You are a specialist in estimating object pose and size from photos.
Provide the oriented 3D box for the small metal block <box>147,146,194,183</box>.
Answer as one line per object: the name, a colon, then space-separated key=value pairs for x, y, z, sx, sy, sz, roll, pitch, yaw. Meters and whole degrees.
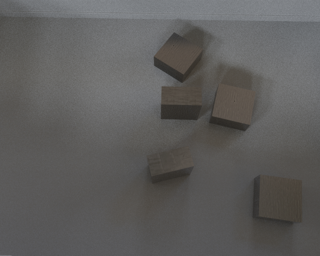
small metal block: x=0.012 y=0.046 z=0.380 sx=0.050 sy=0.050 sz=0.025 roll=-13 pitch=71 yaw=-5

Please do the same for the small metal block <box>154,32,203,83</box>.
small metal block: x=0.026 y=-0.102 z=0.447 sx=0.050 sy=0.025 sz=0.050 roll=34 pitch=73 yaw=11

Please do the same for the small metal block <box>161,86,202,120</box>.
small metal block: x=0.027 y=-0.032 z=0.408 sx=0.050 sy=0.050 sz=0.025 roll=1 pitch=70 yaw=0

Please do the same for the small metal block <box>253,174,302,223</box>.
small metal block: x=0.144 y=0.087 z=0.380 sx=0.050 sy=0.025 sz=0.050 roll=8 pitch=70 yaw=2

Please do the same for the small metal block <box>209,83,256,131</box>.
small metal block: x=0.098 y=-0.028 z=0.421 sx=0.050 sy=0.025 sz=0.050 roll=14 pitch=70 yaw=4
